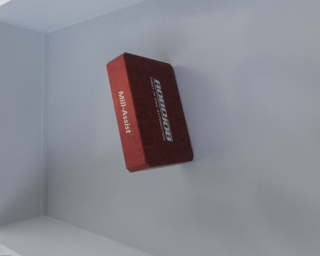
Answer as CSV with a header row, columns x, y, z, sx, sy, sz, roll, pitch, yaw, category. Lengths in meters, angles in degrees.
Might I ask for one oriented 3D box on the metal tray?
x,y,z,sx,sy,sz,roll,pitch,yaw,category
-0.010,-0.018,0.370,0.030,0.091,0.129,-20,78,37,metal tray
